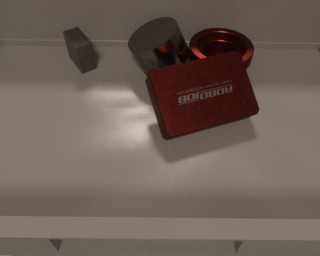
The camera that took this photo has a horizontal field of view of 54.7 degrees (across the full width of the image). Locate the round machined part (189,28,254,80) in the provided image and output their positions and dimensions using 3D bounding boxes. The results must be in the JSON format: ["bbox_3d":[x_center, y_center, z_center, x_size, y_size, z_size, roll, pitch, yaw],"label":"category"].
[{"bbox_3d":[0.094,-0.113,0.491,0.099,0.042,0.098,1,50,0],"label":"round machined part"}]

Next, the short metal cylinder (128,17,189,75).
[{"bbox_3d":[-0.001,-0.124,0.475,0.080,0.050,0.080,-16,46,18],"label":"short metal cylinder"}]

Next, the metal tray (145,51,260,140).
[{"bbox_3d":[0.056,-0.044,0.411,0.131,0.030,0.090,-15,83,-13],"label":"metal tray"}]

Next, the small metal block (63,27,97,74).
[{"bbox_3d":[-0.127,-0.123,0.491,0.025,0.050,0.050,-27,55,-21],"label":"small metal block"}]
